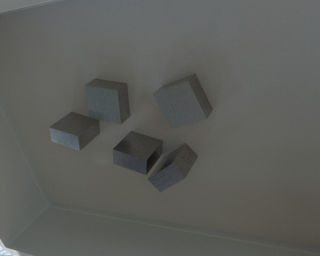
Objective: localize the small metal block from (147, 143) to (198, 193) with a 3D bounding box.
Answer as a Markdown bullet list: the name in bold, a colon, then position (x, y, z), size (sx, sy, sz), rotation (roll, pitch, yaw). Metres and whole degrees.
- **small metal block**: position (0.018, 0.053, 0.415), size (0.025, 0.050, 0.050), rotation (48, 129, -6)

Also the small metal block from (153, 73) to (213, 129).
- **small metal block**: position (0.028, -0.031, 0.374), size (0.050, 0.025, 0.050), rotation (-17, 110, 34)

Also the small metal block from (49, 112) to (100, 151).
- **small metal block**: position (-0.125, 0.004, 0.459), size (0.050, 0.050, 0.025), rotation (16, 125, 19)

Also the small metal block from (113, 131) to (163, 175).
- **small metal block**: position (-0.030, 0.033, 0.427), size (0.050, 0.050, 0.025), rotation (16, 125, 18)

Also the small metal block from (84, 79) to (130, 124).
- **small metal block**: position (-0.071, -0.037, 0.422), size (0.050, 0.025, 0.050), rotation (11, 123, 21)
